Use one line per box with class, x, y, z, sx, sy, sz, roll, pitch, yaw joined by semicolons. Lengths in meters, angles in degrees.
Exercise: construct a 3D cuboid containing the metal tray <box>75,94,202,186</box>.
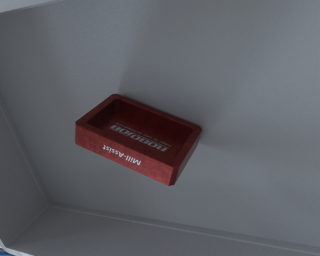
metal tray;-0.024;0.009;0.379;0.130;0.090;0.030;22;127;13
